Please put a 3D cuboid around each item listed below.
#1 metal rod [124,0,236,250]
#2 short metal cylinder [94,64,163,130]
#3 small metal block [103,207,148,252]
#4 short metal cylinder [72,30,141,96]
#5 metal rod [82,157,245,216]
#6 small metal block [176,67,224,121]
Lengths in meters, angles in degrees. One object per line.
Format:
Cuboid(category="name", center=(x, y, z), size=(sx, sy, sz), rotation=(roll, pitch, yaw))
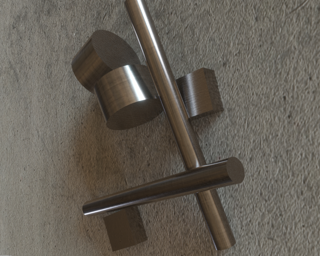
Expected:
Cuboid(category="metal rod", center=(0.021, -0.009, 0.355), size=(0.025, 0.025, 0.299), rotation=(-23, 86, 38))
Cuboid(category="short metal cylinder", center=(-0.039, -0.038, 0.401), size=(0.080, 0.081, 0.050), rotation=(-36, 68, 34))
Cuboid(category="small metal block", center=(-0.050, 0.145, 0.447), size=(0.050, 0.025, 0.050), rotation=(-31, 71, 36))
Cuboid(category="short metal cylinder", center=(-0.073, -0.088, 0.430), size=(0.050, 0.081, 0.080), rotation=(-38, 67, 33))
Cuboid(category="metal rod", center=(-0.022, 0.084, 0.391), size=(0.299, 0.025, 0.025), rotation=(-27, 73, 47))
Cuboid(category="small metal block", center=(0.043, -0.038, 0.370), size=(0.050, 0.025, 0.050), rotation=(-19, 78, 38))
